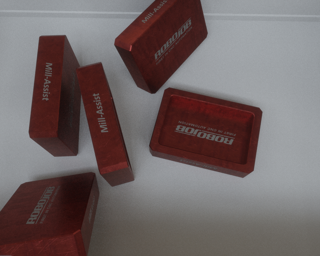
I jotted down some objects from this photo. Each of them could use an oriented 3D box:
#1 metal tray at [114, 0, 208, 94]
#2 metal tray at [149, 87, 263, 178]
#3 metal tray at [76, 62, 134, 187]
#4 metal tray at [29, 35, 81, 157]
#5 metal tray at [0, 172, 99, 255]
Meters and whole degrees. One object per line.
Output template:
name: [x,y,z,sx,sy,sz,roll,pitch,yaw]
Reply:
metal tray: [0.008,-0.121,0.417,0.030,0.090,0.130,30,71,34]
metal tray: [0.060,0.005,0.405,0.131,0.030,0.090,13,70,4]
metal tray: [-0.064,-0.001,0.374,0.030,0.090,0.130,-15,71,-6]
metal tray: [-0.125,-0.037,0.387,0.030,0.090,0.130,-2,70,-1]
metal tray: [-0.116,0.091,0.323,0.091,0.130,0.030,-8,106,-3]
